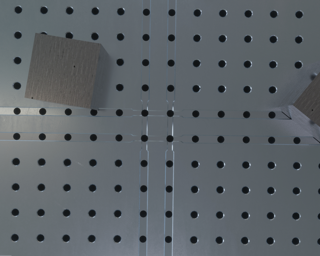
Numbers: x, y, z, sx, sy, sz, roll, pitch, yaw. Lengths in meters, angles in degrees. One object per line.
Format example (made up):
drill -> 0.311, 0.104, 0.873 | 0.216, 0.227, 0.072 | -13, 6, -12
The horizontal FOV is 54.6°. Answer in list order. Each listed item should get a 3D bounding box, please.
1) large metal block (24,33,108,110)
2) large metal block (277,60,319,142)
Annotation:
large metal block -> -0.118, -0.070, 0.400 | 0.080, 0.050, 0.080 | 10, 90, 0
large metal block -> 0.218, -0.034, 0.402 | 0.080, 0.050, 0.080 | 39, 90, 0
